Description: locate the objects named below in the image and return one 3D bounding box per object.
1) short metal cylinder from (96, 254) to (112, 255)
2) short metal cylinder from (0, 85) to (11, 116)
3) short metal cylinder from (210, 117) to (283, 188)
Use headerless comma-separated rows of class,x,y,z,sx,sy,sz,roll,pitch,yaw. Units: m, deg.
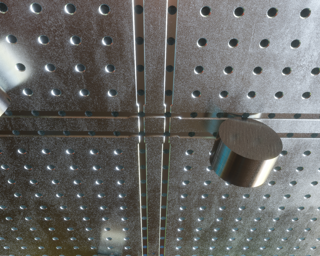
short metal cylinder,-0.111,0.304,0.633,0.050,0.080,0.079,14,129,-12
short metal cylinder,-0.219,-0.031,0.346,0.080,0.080,0.050,-17,128,13
short metal cylinder,0.110,0.030,0.403,0.081,0.080,0.050,5,130,-5
